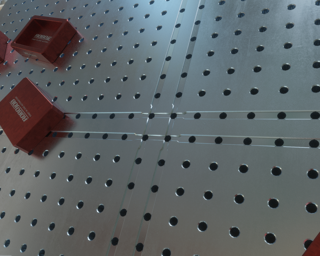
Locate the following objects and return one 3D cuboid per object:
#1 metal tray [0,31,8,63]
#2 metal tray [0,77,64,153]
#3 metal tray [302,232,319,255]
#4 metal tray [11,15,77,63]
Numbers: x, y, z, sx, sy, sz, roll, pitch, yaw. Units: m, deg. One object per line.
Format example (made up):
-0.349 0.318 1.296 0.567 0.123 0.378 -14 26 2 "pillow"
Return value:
-0.428 -0.172 0.737 0.130 0.030 0.090 -22 54 15 "metal tray"
-0.235 -0.026 0.547 0.090 0.030 0.130 -48 51 -6 "metal tray"
0.145 0.142 0.202 0.090 0.030 0.130 -49 51 -7 "metal tray"
-0.247 -0.190 0.652 0.130 0.030 0.090 20 72 35 "metal tray"
